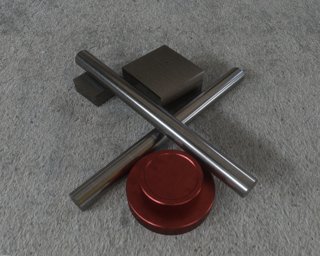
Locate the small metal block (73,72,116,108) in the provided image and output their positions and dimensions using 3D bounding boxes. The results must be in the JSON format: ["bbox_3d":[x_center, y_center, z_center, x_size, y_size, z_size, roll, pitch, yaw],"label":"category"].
[{"bbox_3d":[-0.090,-0.063,0.458,0.050,0.025,0.050,35,58,25],"label":"small metal block"}]

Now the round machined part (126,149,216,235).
[{"bbox_3d":[0.012,0.062,0.341,0.099,0.042,0.098,0,50,0],"label":"round machined part"}]

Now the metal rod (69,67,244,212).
[{"bbox_3d":[0.014,0.000,0.407,0.025,0.025,0.302,37,59,26],"label":"metal rod"}]

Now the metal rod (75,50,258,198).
[{"bbox_3d":[-0.011,-0.020,0.389,0.025,0.025,0.300,-36,59,-27],"label":"metal rod"}]

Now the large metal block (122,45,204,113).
[{"bbox_3d":[0.004,-0.066,0.445,0.080,0.050,0.080,-34,58,-26],"label":"large metal block"}]
